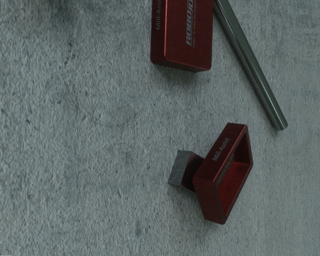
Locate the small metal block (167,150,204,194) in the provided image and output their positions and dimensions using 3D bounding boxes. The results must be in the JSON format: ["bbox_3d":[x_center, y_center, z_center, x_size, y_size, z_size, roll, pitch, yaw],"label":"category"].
[{"bbox_3d":[0.044,0.065,0.444,0.050,0.025,0.050,31,71,-36],"label":"small metal block"}]

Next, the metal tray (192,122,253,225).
[{"bbox_3d":[0.099,0.065,0.462,0.131,0.030,0.090,-50,134,-37],"label":"metal tray"}]

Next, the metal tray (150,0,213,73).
[{"bbox_3d":[0.033,-0.149,0.431,0.091,0.030,0.129,3,88,-40],"label":"metal tray"}]

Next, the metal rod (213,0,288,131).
[{"bbox_3d":[0.159,-0.110,0.540,0.025,0.025,0.300,-52,121,-27],"label":"metal rod"}]
